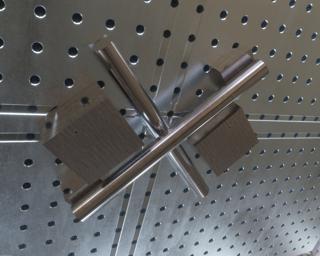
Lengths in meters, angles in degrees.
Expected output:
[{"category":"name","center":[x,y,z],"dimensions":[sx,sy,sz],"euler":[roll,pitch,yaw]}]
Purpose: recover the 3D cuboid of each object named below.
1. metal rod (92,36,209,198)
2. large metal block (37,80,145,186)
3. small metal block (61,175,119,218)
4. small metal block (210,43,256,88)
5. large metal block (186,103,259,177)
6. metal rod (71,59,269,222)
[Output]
[{"category":"metal rod","center":[0.005,0.008,0.417],"dimensions":[0.025,0.025,0.300],"euler":[-37,129,-4]},{"category":"large metal block","center":[-0.078,0.006,0.356],"dimensions":[0.080,0.050,0.080],"euler":[-37,129,-3]},{"category":"small metal block","center":[-0.093,0.085,0.413],"dimensions":[0.050,0.025,0.050],"euler":[-39,129,-2]},{"category":"small metal block","center":[0.103,-0.077,0.420],"dimensions":[0.050,0.025,0.050],"euler":[-38,129,-3]},{"category":"large metal block","center":[0.085,0.011,0.448],"dimensions":[0.080,0.050,0.080],"euler":[-40,129,-1]},{"category":"metal rod","center":[0.014,0.014,0.395],"dimensions":[0.301,0.025,0.025],"euler":[-38,129,-2]}]
